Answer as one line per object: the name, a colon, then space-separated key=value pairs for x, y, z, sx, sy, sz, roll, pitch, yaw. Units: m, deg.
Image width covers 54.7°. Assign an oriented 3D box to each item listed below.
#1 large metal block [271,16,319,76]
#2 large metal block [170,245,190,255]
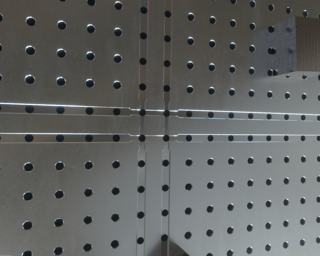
large metal block: x=0.226 y=-0.124 z=0.485 sx=0.081 sy=0.050 sz=0.079 roll=-3 pitch=91 yaw=-20
large metal block: x=0.034 y=0.222 z=0.414 sx=0.080 sy=0.050 sz=0.080 roll=47 pitch=75 yaw=-15
